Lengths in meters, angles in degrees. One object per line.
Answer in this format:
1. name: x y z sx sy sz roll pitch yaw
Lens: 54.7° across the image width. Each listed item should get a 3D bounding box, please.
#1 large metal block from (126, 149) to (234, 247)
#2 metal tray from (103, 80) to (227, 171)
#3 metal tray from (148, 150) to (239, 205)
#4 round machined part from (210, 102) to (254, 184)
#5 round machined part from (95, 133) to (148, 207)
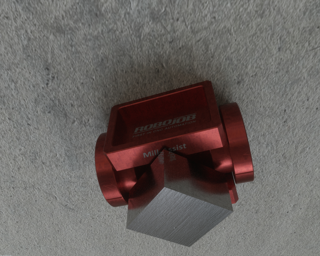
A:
1. large metal block: 0.019 0.079 0.339 0.080 0.050 0.080 23 126 -19
2. metal tray: 0.004 -0.005 0.363 0.130 0.090 0.030 -14 129 11
3. metal tray: 0.032 0.069 0.423 0.130 0.090 0.030 -13 129 10
4. round machined part: 0.082 0.020 0.379 0.042 0.098 0.098 -12 129 10
5. round machined part: -0.045 0.050 0.402 0.042 0.098 0.098 -12 129 10
